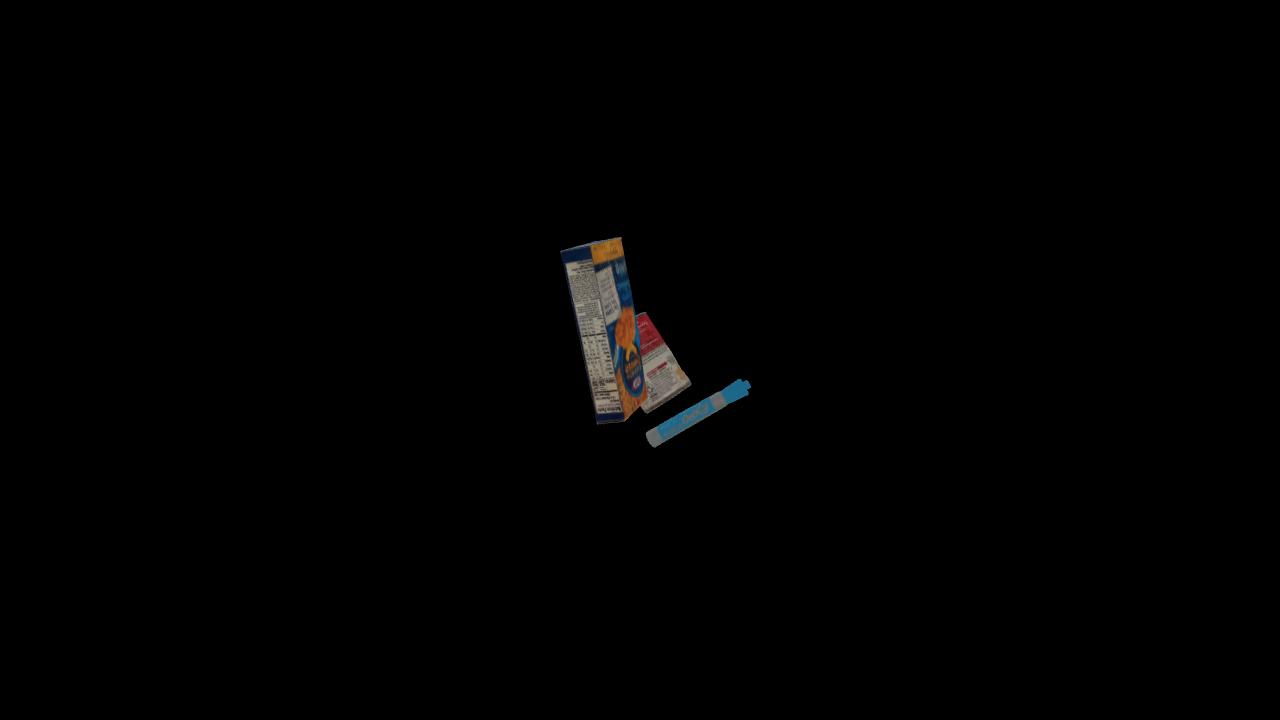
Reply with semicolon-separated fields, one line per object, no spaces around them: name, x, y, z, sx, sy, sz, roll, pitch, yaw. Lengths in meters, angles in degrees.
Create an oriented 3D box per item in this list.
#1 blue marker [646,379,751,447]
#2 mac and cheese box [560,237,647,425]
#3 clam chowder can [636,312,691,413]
blue marker;0.060;0.054;0.634;0.121;0.020;0.020;-32;-9;16
mac and cheese box;-0.033;-0.034;0.661;0.041;0.184;0.093;-7;14;19
clam chowder can;0.007;0.003;0.726;0.068;0.102;0.068;-33;-3;-2
